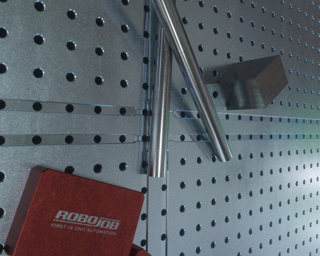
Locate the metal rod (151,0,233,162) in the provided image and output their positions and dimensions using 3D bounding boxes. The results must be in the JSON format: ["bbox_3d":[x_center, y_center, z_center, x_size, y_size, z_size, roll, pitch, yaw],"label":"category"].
[{"bbox_3d":[0.046,-0.068,0.425,0.025,0.025,0.299,-47,126,-30],"label":"metal rod"}]

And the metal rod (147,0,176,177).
[{"bbox_3d":[0.004,-0.086,0.414,0.025,0.025,0.298,6,86,-40],"label":"metal rod"}]

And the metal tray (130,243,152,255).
[{"bbox_3d":[-0.020,0.218,0.391,0.130,0.030,0.090,51,60,-28],"label":"metal tray"}]

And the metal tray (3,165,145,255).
[{"bbox_3d":[-0.085,0.100,0.337,0.131,0.030,0.090,24,75,-38],"label":"metal tray"}]

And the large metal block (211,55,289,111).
[{"bbox_3d":[0.145,-0.071,0.497,0.080,0.080,0.050,-40,115,-33],"label":"large metal block"}]
